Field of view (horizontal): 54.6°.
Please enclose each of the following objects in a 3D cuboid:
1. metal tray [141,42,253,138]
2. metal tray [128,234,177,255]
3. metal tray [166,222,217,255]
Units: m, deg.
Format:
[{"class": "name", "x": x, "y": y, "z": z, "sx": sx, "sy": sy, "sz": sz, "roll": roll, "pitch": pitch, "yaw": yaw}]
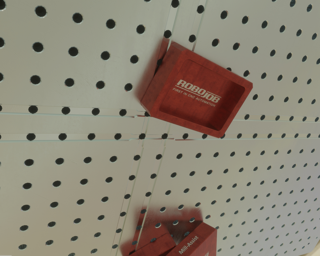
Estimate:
[{"class": "metal tray", "x": 0.052, "y": -0.044, "z": 0.407, "sx": 0.131, "sy": 0.030, "sz": 0.090, "roll": 17, "pitch": 109, "yaw": -35}, {"class": "metal tray", "x": -0.001, "y": 0.260, "z": 0.567, "sx": 0.090, "sy": 0.030, "sz": 0.129, "roll": -27, "pitch": 128, "yaw": -12}, {"class": "metal tray", "x": 0.051, "y": 0.238, "z": 0.544, "sx": 0.131, "sy": 0.030, "sz": 0.089, "roll": -27, "pitch": 124, "yaw": -41}]
